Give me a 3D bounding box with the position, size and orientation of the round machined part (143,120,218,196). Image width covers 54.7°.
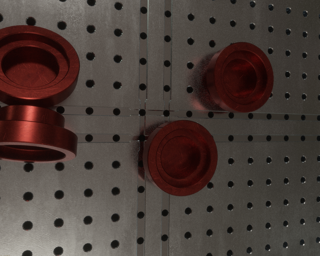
[{"bbox_3d":[0.024,0.038,0.414,0.099,0.042,0.097,0,90,-21],"label":"round machined part"}]

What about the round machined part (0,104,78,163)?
[{"bbox_3d":[-0.138,0.007,0.326,0.099,0.098,0.042,6,71,-20],"label":"round machined part"}]

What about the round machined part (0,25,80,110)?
[{"bbox_3d":[-0.141,-0.061,0.338,0.099,0.042,0.098,10,58,-16],"label":"round machined part"}]

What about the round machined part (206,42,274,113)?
[{"bbox_3d":[0.110,-0.070,0.446,0.099,0.042,0.097,0,90,-21],"label":"round machined part"}]
